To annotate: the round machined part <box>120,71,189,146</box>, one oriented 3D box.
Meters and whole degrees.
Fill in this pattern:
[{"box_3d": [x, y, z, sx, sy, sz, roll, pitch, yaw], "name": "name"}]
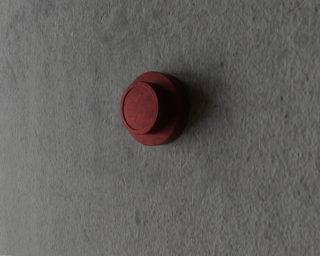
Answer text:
[{"box_3d": [-0.014, -0.025, 0.404, 0.098, 0.042, 0.097, 0, 90, 39], "name": "round machined part"}]
